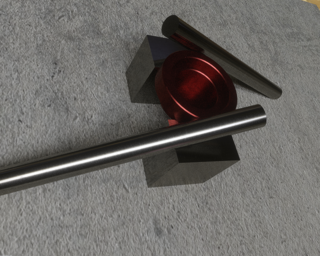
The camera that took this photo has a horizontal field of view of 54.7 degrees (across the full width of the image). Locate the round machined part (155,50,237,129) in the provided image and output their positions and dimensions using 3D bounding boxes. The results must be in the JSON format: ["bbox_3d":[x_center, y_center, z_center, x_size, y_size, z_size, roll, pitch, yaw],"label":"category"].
[{"bbox_3d":[0.038,-0.040,0.366,0.099,0.042,0.098,14,56,-21],"label":"round machined part"}]

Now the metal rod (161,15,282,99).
[{"bbox_3d":[0.110,-0.088,0.452,0.302,0.025,0.025,14,53,-47],"label":"metal rod"}]

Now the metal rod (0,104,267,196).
[{"bbox_3d":[-0.039,0.023,0.300,0.302,0.025,0.025,-14,67,-10],"label":"metal rod"}]

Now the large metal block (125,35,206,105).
[{"bbox_3d":[0.008,-0.074,0.421,0.081,0.080,0.050,1,62,-28],"label":"large metal block"}]

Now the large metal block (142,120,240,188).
[{"bbox_3d":[0.032,0.032,0.369,0.081,0.080,0.050,1,62,-28],"label":"large metal block"}]
